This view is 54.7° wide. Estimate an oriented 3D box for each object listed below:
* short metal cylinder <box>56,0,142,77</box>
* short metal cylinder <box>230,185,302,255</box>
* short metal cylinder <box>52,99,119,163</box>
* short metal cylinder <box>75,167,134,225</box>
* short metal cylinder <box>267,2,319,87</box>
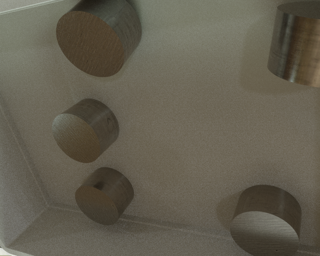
[{"bbox_3d":[-0.067,-0.105,0.349,0.080,0.050,0.080,14,139,13],"label":"short metal cylinder"},{"bbox_3d":[0.135,0.120,0.395,0.080,0.050,0.079,13,124,20],"label":"short metal cylinder"},{"bbox_3d":[-0.107,0.004,0.449,0.080,0.050,0.079,13,124,20],"label":"short metal cylinder"},{"bbox_3d":[-0.090,0.111,0.507,0.080,0.050,0.079,13,124,20],"label":"short metal cylinder"},{"bbox_3d":[0.135,-0.072,0.257,0.080,0.080,0.050,13,124,21],"label":"short metal cylinder"}]
